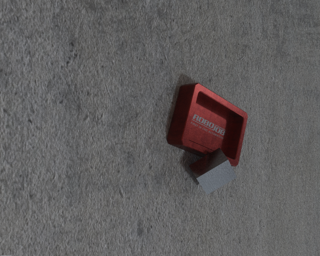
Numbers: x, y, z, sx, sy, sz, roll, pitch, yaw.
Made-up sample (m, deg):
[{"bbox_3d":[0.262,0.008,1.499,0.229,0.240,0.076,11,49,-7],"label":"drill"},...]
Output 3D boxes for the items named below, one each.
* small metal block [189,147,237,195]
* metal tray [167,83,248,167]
[{"bbox_3d":[0.077,0.063,0.445,0.050,0.025,0.050,-31,134,2],"label":"small metal block"},{"bbox_3d":[0.076,-0.001,0.464,0.131,0.030,0.090,24,75,-38],"label":"metal tray"}]
